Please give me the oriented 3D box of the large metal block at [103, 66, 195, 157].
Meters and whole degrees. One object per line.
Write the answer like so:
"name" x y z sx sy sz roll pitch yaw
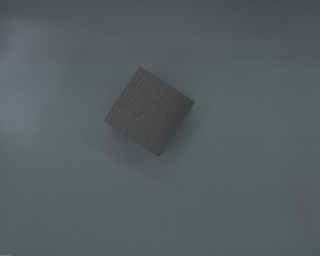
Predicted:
"large metal block" -0.013 -0.020 0.399 0.080 0.050 0.080 33 90 -1
